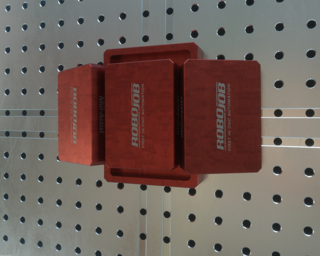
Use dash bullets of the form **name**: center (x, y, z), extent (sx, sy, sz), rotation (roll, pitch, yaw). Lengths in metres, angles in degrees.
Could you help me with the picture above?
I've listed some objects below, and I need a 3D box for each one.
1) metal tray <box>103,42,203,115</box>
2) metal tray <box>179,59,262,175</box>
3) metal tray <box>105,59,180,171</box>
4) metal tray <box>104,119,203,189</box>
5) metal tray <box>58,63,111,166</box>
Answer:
- **metal tray**: center (-0.011, -0.061, 0.412), extent (0.130, 0.030, 0.089), rotation (1, 91, 19)
- **metal tray**: center (0.070, -0.013, 0.365), extent (0.091, 0.030, 0.129), rotation (-1, 90, -8)
- **metal tray**: center (-0.021, -0.015, 0.384), extent (0.090, 0.030, 0.129), rotation (0, 90, 19)
- **metal tray**: center (-0.010, 0.029, 0.413), extent (0.130, 0.030, 0.089), rotation (1, 91, 19)
- **metal tray**: center (-0.106, -0.017, 0.427), extent (0.090, 0.030, 0.129), rotation (0, 90, 45)
